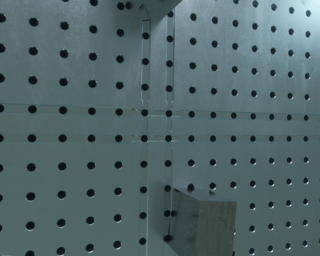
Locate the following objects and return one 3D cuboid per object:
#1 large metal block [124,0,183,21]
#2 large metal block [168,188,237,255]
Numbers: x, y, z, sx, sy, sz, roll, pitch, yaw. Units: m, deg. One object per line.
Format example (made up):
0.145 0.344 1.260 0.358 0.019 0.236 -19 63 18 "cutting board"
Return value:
-0.013 -0.185 0.378 0.050 0.080 0.080 -13 95 -20 "large metal block"
0.052 0.126 0.403 0.050 0.080 0.080 6 88 -20 "large metal block"
